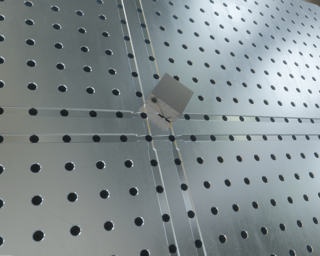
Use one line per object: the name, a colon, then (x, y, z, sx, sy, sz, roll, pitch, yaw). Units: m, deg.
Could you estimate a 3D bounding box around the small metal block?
small metal block: (0.014, -0.043, 0.441, 0.050, 0.025, 0.050, 35, 51, -5)
